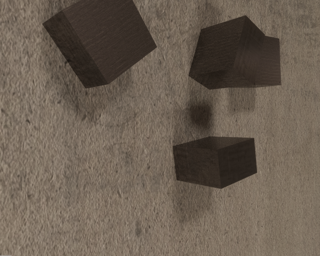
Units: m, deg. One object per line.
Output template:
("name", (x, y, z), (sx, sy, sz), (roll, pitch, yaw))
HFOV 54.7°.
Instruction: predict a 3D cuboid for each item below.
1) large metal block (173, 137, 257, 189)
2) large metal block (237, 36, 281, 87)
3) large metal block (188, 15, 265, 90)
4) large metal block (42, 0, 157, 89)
("large metal block", (0.077, 0.044, 0.436), (0.081, 0.080, 0.050), (-12, 98, -40))
("large metal block", (0.160, -0.111, 0.526), (0.081, 0.050, 0.079), (-6, 94, -40))
("large metal block", (0.097, -0.106, 0.452), (0.050, 0.080, 0.080), (26, 74, -38))
("large metal block", (-0.062, -0.100, 0.337), (0.080, 0.050, 0.080), (-45, 117, -31))
